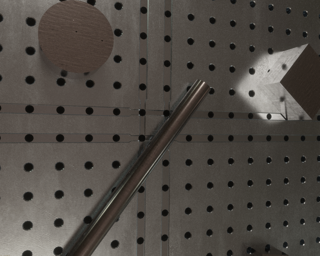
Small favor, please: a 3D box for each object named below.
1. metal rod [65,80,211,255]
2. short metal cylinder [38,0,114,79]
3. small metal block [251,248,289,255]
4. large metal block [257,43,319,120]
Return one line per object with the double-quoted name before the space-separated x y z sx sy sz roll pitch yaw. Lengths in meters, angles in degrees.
"metal rod" -0.027 0.058 0.403 0.025 0.025 0.300 40 77 -16
"short metal cylinder" -0.099 -0.100 0.363 0.081 0.050 0.079 0 90 -21
"small metal block" 0.166 0.215 0.476 0.050 0.025 0.050 11 86 -20
"large metal block" 0.214 -0.069 0.480 0.080 0.050 0.080 43 76 -15
